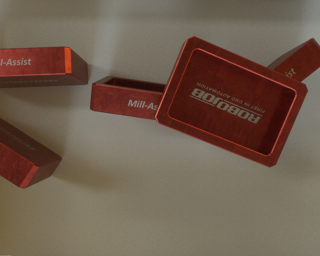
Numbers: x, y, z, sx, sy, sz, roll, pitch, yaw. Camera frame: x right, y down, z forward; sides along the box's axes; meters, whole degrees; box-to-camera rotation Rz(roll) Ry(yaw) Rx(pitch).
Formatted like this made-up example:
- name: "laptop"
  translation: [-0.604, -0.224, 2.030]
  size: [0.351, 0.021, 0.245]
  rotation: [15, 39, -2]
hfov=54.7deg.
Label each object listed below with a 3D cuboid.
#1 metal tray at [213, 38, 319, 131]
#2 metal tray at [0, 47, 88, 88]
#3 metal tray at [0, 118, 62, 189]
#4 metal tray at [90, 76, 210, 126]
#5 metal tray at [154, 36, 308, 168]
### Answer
- name: "metal tray"
  translation: [0.126, -0.048, 0.380]
  size: [0.130, 0.090, 0.030]
  rotation: [-38, 91, 0]
- name: "metal tray"
  translation: [-0.162, -0.071, 0.376]
  size: [0.131, 0.090, 0.030]
  rotation: [-2, 90, -1]
- name: "metal tray"
  translation: [-0.194, 0.019, 0.376]
  size: [0.130, 0.090, 0.030]
  rotation: [33, 90, -1]
- name: "metal tray"
  translation: [-0.009, -0.035, 0.376]
  size: [0.131, 0.090, 0.030]
  rotation: [8, 105, -1]
- name: "metal tray"
  translation: [0.070, -0.025, 0.315]
  size: [0.131, 0.030, 0.090]
  rotation: [22, 93, -6]
